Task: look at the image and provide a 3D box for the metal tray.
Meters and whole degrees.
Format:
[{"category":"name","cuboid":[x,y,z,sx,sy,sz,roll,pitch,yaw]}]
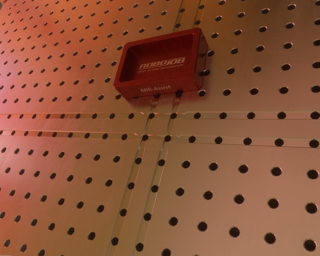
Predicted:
[{"category":"metal tray","cuboid":[0.000,-0.096,0.464,0.130,0.030,0.090,-4,60,26]}]
